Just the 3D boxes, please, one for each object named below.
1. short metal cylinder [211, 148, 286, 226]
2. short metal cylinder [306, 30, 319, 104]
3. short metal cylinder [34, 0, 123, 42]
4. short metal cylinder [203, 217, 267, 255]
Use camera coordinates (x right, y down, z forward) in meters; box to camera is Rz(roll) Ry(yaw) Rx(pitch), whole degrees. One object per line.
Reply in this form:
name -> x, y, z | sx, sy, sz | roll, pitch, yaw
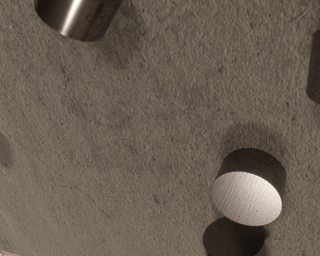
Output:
short metal cylinder -> 0.108, 0.071, 0.377 | 0.080, 0.050, 0.079 | 13, 124, 20
short metal cylinder -> 0.166, -0.051, 0.252 | 0.080, 0.080, 0.050 | 7, 122, 24
short metal cylinder -> -0.085, -0.138, 0.329 | 0.080, 0.080, 0.050 | 41, 129, 0
short metal cylinder -> 0.102, 0.166, 0.419 | 0.080, 0.080, 0.050 | -1, 118, 28
